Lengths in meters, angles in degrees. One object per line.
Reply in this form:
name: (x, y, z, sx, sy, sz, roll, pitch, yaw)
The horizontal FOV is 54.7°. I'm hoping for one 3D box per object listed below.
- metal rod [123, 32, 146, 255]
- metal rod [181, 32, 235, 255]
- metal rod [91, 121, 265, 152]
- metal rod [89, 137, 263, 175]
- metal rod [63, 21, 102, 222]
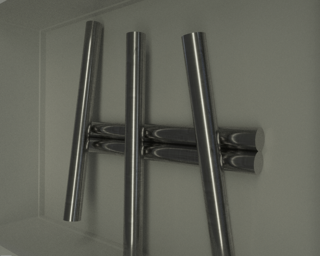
metal rod: (-0.033, 0.029, 0.398, 0.025, 0.025, 0.298, 2, 91, 39)
metal rod: (0.056, 0.052, 0.328, 0.025, 0.025, 0.298, -5, 95, 39)
metal rod: (-0.013, 0.006, 0.414, 0.300, 0.025, 0.025, 3, 92, 39)
metal rod: (-0.014, 0.031, 0.415, 0.300, 0.025, 0.025, 3, 92, 39)
metal rod: (-0.115, -0.015, 0.466, 0.025, 0.025, 0.298, -1, 81, 39)
